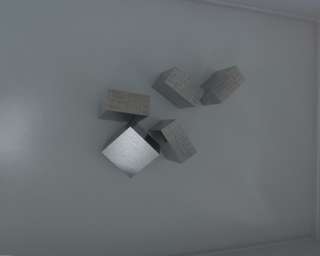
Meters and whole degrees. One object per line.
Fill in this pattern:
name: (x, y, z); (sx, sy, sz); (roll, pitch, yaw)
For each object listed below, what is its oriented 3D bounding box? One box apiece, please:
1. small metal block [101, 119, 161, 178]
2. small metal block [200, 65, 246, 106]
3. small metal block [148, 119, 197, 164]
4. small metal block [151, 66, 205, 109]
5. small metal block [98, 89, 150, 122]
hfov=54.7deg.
small metal block: (-0.035, 0.026, 0.387); (0.050, 0.025, 0.050); (-41, 106, 16)
small metal block: (0.082, -0.058, 0.429); (0.050, 0.050, 0.025); (-42, 104, -15)
small metal block: (0.015, 0.016, 0.404); (0.025, 0.050, 0.050); (-36, 102, -17)
small metal block: (0.023, -0.051, 0.407); (0.050, 0.050, 0.025); (37, 78, -17)
small metal block: (-0.045, -0.025, 0.380); (0.050, 0.050, 0.025); (7, 78, -20)
